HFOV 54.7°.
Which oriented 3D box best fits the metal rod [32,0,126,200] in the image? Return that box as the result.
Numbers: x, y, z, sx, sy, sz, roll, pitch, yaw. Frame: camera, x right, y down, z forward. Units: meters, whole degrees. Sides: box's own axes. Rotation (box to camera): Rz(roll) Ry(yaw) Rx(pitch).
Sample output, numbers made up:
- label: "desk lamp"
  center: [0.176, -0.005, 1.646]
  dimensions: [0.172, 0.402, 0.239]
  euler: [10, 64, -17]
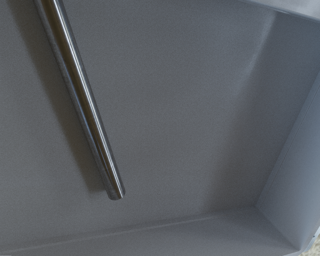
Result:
- label: "metal rod"
  center: [-0.084, -0.027, 0.346]
  dimensions: [0.025, 0.025, 0.298]
  euler: [-23, 127, -15]
